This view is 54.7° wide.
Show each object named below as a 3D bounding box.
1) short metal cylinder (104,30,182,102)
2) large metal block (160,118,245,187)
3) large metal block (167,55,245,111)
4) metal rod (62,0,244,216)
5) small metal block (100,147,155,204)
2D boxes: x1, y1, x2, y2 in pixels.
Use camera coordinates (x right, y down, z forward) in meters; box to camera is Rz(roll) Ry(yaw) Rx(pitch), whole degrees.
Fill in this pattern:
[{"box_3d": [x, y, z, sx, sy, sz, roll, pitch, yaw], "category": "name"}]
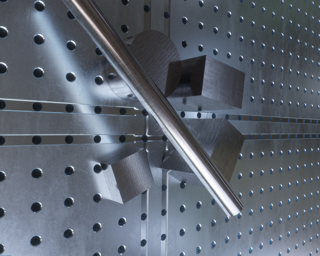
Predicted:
[{"box_3d": [-0.020, -0.073, 0.378, 0.081, 0.050, 0.079, 0, 90, -41], "category": "short metal cylinder"}, {"box_3d": [0.058, 0.034, 0.425, 0.050, 0.080, 0.080, 38, 66, -34], "category": "large metal block"}, {"box_3d": [0.057, -0.057, 0.423, 0.081, 0.080, 0.050, 12, 82, -40], "category": "large metal block"}, {"box_3d": [0.000, -0.020, 0.333, 0.025, 0.025, 0.300, -45, 106, -31], "category": "metal rod"}, {"box_3d": [-0.039, 0.057, 0.379, 0.050, 0.025, 0.050, -25, 106, -37], "category": "small metal block"}]
